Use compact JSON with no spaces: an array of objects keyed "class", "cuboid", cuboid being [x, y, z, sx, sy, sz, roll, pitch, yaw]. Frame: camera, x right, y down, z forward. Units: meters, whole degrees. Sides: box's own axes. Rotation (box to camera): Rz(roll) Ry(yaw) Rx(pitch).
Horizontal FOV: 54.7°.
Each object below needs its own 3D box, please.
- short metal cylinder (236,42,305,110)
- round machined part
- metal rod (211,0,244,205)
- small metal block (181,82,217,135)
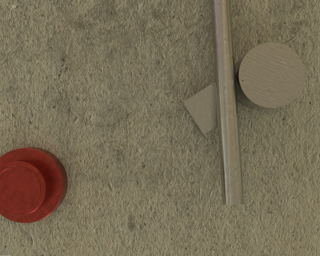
[{"class":"short metal cylinder","cuboid":[0.135,-0.064,0.399,0.081,0.050,0.079,0,90,-1]},{"class":"round machined part","cuboid":[-0.174,0.075,0.399,0.099,0.042,0.097,0,90,-1]},{"class":"metal rod","cuboid":[0.082,-0.058,0.388,0.025,0.025,0.298,-1,81,-1]},{"class":"small metal block","cuboid":[0.064,-0.026,0.411,0.050,0.025,0.050,-33,90,0]}]
